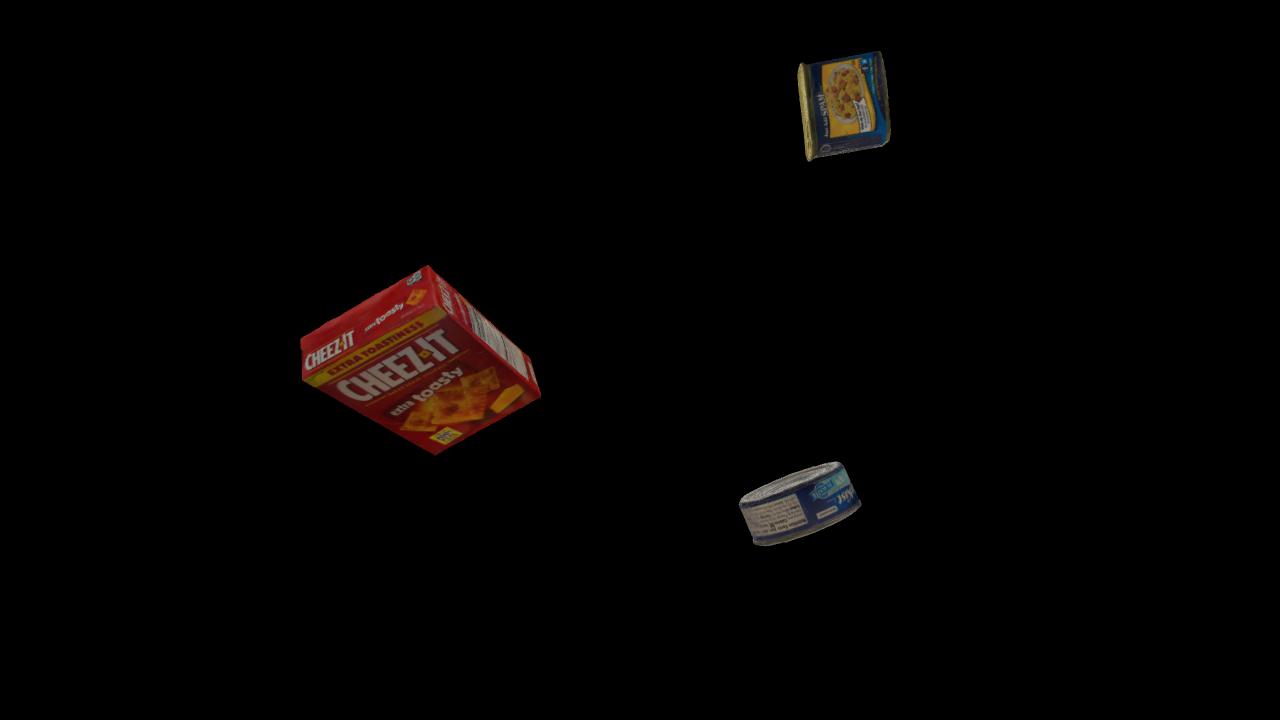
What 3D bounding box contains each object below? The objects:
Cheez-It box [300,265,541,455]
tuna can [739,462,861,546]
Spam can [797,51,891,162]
[{"bbox_3d":[-0.240,0.011,0.711,0.166,0.071,0.223,-29,-35,5],"label":"Cheez-It box"},{"bbox_3d":[0.117,0.105,0.456,0.084,0.034,0.084,-21,-9,-4],"label":"tuna can"},{"bbox_3d":[0.224,-0.280,0.680,0.085,0.101,0.058,-7,6,10],"label":"Spam can"}]
